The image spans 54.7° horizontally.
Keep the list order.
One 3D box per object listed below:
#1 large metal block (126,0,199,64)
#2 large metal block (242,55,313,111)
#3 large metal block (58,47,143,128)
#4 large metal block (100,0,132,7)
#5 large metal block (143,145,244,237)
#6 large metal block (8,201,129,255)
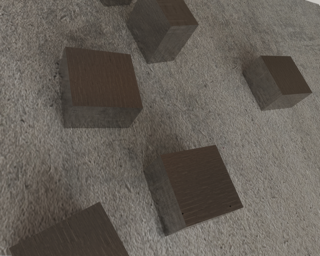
[{"bbox_3d":[0.000,-0.155,0.463,0.050,0.080,0.080,-16,70,-34],"label":"large metal block"},{"bbox_3d":[0.206,-0.080,0.547,0.081,0.050,0.080,-7,65,-31],"label":"large metal block"},{"bbox_3d":[-0.074,-0.047,0.376,0.081,0.050,0.080,0,62,-28],"label":"large metal block"},{"bbox_3d":[-0.073,-0.251,0.482,0.050,0.080,0.080,-21,73,-36],"label":"large metal block"},{"bbox_3d":[0.037,0.071,0.364,0.081,0.050,0.080,-8,66,-32],"label":"large metal block"},{"bbox_3d":[-0.075,0.124,0.271,0.081,0.050,0.080,-22,74,-36],"label":"large metal block"}]
